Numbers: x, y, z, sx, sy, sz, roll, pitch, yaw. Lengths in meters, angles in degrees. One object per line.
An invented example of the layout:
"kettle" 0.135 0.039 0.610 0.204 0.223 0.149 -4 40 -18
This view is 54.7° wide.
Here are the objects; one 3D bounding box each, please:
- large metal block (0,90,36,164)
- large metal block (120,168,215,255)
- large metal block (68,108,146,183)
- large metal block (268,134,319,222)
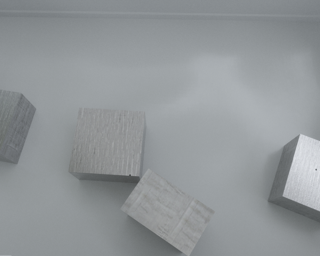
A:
"large metal block" -0.219 -0.005 0.395 0.080 0.050 0.080 9 70 3
"large metal block" 0.008 0.095 0.346 0.080 0.080 0.050 32 73 10
"large metal block" -0.061 0.023 0.387 0.081 0.050 0.080 4 70 1
"large metal block" 0.189 0.064 0.375 0.080 0.050 0.080 22 71 7
